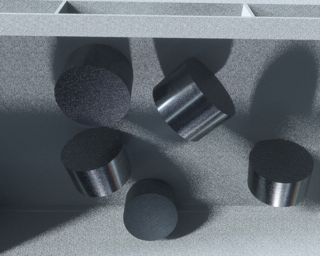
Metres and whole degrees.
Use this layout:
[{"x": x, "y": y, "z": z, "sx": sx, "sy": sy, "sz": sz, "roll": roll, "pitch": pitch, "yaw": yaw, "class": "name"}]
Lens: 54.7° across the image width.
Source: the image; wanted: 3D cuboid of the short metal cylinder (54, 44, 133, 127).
[{"x": -0.072, "y": -0.048, "z": 0.351, "sx": 0.081, "sy": 0.050, "sz": 0.079, "roll": 0, "pitch": 130, "yaw": 0, "class": "short metal cylinder"}]

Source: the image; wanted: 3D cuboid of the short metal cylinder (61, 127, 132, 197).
[{"x": -0.082, "y": 0.044, "z": 0.409, "sx": 0.080, "sy": 0.080, "sz": 0.050, "roll": -7, "pitch": 130, "yaw": 6, "class": "short metal cylinder"}]

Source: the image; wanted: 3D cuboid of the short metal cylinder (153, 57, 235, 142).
[{"x": 0.038, "y": -0.032, "z": 0.346, "sx": 0.080, "sy": 0.080, "sz": 0.050, "roll": 36, "pitch": 121, "yaw": -27, "class": "short metal cylinder"}]

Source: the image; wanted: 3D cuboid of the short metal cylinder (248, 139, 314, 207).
[{"x": 0.163, "y": 0.061, "z": 0.426, "sx": 0.080, "sy": 0.080, "sz": 0.050, "roll": -6, "pitch": 130, "yaw": 5, "class": "short metal cylinder"}]

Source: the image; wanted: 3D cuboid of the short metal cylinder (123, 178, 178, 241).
[{"x": -0.015, "y": 0.126, "z": 0.480, "sx": 0.081, "sy": 0.050, "sz": 0.079, "roll": -1, "pitch": 106, "yaw": -2, "class": "short metal cylinder"}]
